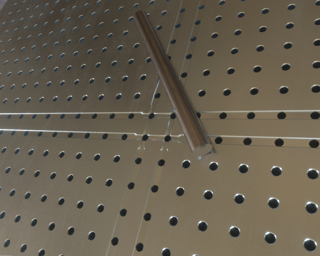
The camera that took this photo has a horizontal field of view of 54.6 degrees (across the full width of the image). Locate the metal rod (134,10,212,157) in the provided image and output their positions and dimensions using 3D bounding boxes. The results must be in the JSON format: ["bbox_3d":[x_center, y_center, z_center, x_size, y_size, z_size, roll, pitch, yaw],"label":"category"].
[{"bbox_3d":[0.008,-0.085,0.457,0.025,0.025,0.300,-29,52,10],"label":"metal rod"}]
